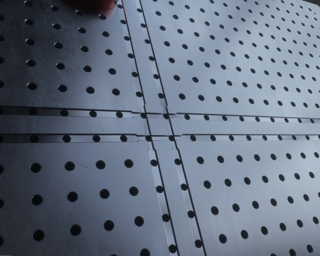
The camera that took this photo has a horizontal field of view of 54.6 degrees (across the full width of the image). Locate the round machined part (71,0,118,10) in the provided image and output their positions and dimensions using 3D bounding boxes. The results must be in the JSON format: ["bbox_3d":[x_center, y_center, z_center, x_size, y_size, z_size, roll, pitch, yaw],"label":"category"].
[{"bbox_3d":[-0.105,-0.235,0.483,0.099,0.042,0.098,13,56,-21],"label":"round machined part"}]
